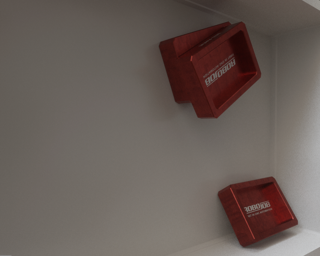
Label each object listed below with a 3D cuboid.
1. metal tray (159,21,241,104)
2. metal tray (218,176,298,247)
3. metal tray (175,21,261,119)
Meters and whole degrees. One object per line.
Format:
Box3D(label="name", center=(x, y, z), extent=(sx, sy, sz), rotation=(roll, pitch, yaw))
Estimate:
Box3D(label="metal tray", center=(0.066, -0.099, 0.458), extent=(0.131, 0.030, 0.090), rotation=(-28, 108, -36))
Box3D(label="metal tray", center=(0.164, 0.133, 0.512), extent=(0.131, 0.030, 0.090), rotation=(0, 58, -40))
Box3D(label="metal tray", center=(0.087, -0.082, 0.435), extent=(0.131, 0.030, 0.090), rotation=(-40, 114, -33))
